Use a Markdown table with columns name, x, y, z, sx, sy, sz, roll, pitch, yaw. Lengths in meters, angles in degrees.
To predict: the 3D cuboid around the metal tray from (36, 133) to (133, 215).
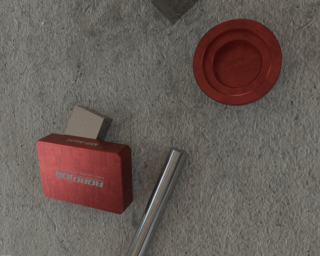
| name | x | y | z | sx | sy | sz | roll | pitch | yaw |
| --- | --- | --- | --- | --- | --- | --- | --- | --- | --- |
| metal tray | -0.104 | 0.061 | 0.429 | 0.130 | 0.030 | 0.089 | 7 | 111 | 19 |

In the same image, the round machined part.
| name | x | y | z | sx | sy | sz | roll | pitch | yaw |
| --- | --- | --- | --- | --- | --- | --- | --- | --- | --- |
| round machined part | 0.092 | -0.074 | 0.368 | 0.098 | 0.042 | 0.097 | 0 | 90 | 20 |

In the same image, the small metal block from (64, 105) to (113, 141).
| name | x | y | z | sx | sy | sz | roll | pitch | yaw |
| --- | --- | --- | --- | --- | --- | --- | --- | --- | --- |
| small metal block | -0.103 | 0.000 | 0.445 | 0.050 | 0.025 | 0.050 | 25 | 98 | 18 |

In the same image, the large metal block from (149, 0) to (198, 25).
| name | x | y | z | sx | sy | sz | roll | pitch | yaw |
| --- | --- | --- | --- | --- | --- | --- | --- | --- | --- |
| large metal block | -0.001 | -0.185 | 0.380 | 0.050 | 0.080 | 0.080 | -40 | 77 | 16 |

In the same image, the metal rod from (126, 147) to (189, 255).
| name | x | y | z | sx | sy | sz | roll | pitch | yaw |
| --- | --- | --- | --- | --- | --- | --- | --- | --- | --- |
| metal rod | -0.030 | 0.166 | 0.419 | 0.025 | 0.025 | 0.298 | 25 | 98 | 18 |
